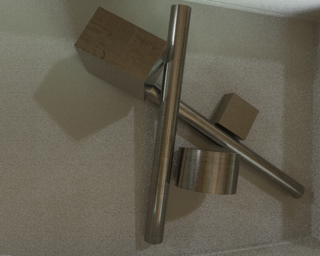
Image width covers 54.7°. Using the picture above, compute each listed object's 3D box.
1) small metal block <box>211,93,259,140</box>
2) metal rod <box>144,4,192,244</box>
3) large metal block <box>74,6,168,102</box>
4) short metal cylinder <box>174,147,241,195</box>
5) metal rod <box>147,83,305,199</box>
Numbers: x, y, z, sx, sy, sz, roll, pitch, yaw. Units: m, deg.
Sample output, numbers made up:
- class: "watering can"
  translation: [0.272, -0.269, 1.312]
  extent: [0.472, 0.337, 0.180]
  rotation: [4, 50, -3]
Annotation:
- class: "small metal block"
  translation: [0.109, -0.016, 0.452]
  extent: [0.050, 0.025, 0.050]
  rotation: [32, 80, -18]
- class: "metal rod"
  translation: [0.009, 0.001, 0.392]
  extent: [0.025, 0.025, 0.298]
  rotation: [4, 97, -20]
- class: "large metal block"
  translation: [-0.041, -0.079, 0.355]
  extent: [0.080, 0.080, 0.050]
  rotation: [28, 80, 2]
- class: "short metal cylinder"
  translation: [0.062, 0.054, 0.406]
  extent: [0.081, 0.080, 0.050]
  rotation: [7, 88, -20]
- class: "metal rod"
  translation: [0.099, 0.023, 0.448]
  extent: [0.301, 0.025, 0.025]
  rotation: [33, 79, -17]
